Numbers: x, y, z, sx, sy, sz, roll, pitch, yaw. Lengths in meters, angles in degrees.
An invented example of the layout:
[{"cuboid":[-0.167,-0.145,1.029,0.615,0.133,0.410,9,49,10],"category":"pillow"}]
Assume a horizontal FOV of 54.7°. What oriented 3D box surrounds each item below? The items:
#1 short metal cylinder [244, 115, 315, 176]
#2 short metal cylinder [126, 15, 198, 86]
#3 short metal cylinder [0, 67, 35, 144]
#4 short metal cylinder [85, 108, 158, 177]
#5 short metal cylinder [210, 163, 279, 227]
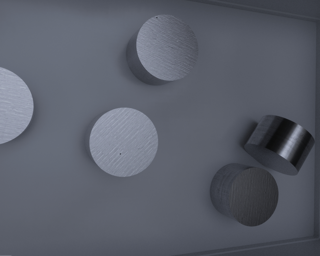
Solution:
[{"cuboid":[0.170,0.025,0.444,0.080,0.080,0.050,38,78,-16],"category":"short metal cylinder"},{"cuboid":[0.002,-0.097,0.398,0.081,0.050,0.080,0,90,-20],"category":"short metal cylinder"},{"cuboid":[-0.178,-0.023,0.332,0.081,0.050,0.080,0,90,-20],"category":"short metal cylinder"},{"cuboid":[-0.049,0.016,0.379,0.081,0.050,0.080,0,90,-20],"category":"short metal cylinder"},{"cuboid":[0.119,0.093,0.441,0.081,0.050,0.080,0,90,-20],"category":"short metal cylinder"}]
